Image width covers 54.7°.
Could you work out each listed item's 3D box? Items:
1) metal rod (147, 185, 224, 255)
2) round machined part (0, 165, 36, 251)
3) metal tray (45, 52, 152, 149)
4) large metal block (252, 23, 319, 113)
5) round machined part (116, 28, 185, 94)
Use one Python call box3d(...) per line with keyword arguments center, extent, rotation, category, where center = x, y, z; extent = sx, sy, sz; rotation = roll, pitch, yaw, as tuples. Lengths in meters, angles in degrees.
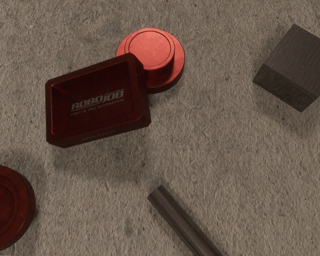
box3d(center=(0.091, 0.185, 0.341), extent=(0.025, 0.025, 0.300), rotation=(-39, 75, -13), category="metal rod")
box3d(center=(-0.195, 0.095, 0.362), extent=(0.099, 0.042, 0.098), rotation=(0, 70, -1), category="round machined part")
box3d(center=(-0.081, -0.033, 0.392), extent=(0.130, 0.030, 0.090), rotation=(-14, 70, 16), category="metal tray")
box3d(center=(0.190, -0.082, 0.427), extent=(0.080, 0.050, 0.080), rotation=(36, 74, 12), category="large metal block")
box3d(center=(-0.014, -0.100, 0.436), extent=(0.099, 0.042, 0.098), rotation=(0, 70, -1), category="round machined part")
